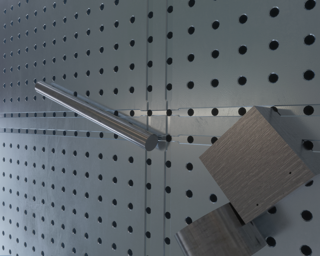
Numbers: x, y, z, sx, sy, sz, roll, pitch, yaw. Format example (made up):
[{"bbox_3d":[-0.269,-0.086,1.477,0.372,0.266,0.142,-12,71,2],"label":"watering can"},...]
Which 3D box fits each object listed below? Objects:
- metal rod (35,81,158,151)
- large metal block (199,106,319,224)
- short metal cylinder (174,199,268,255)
[{"bbox_3d":[-0.120,-0.030,0.508,0.300,0.025,0.025,24,105,37],"label":"metal rod"},{"bbox_3d":[0.101,0.035,0.310,0.080,0.050,0.080,-48,62,29],"label":"large metal block"},{"bbox_3d":[0.062,0.116,0.322,0.080,0.081,0.050,-44,64,31],"label":"short metal cylinder"}]
